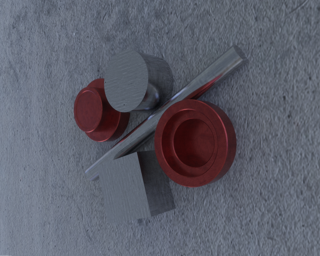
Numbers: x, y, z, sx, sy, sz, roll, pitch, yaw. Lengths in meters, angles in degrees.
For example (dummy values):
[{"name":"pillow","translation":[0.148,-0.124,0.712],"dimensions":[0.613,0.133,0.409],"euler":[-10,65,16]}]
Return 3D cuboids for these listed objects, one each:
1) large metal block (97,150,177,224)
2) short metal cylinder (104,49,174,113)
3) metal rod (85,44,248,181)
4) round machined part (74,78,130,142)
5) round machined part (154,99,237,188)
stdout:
[{"name":"large metal block","translation":[-0.033,0.079,0.418],"dimensions":[0.080,0.050,0.080],"euler":[-22,76,38]},{"name":"short metal cylinder","translation":[-0.029,-0.060,0.413],"dimensions":[0.080,0.050,0.079],"euler":[0,90,40]},{"name":"metal rod","translation":[-0.011,-0.003,0.417],"dimensions":[0.299,0.025,0.025],"euler":[-38,67,33]},{"name":"round machined part","translation":[-0.095,-0.027,0.473],"dimensions":[0.098,0.042,0.097],"euler":[0,90,40]},{"name":"round machined part","translation":[0.044,0.017,0.359],"dimensions":[0.098,0.042,0.097],"euler":[0,90,40]}]
